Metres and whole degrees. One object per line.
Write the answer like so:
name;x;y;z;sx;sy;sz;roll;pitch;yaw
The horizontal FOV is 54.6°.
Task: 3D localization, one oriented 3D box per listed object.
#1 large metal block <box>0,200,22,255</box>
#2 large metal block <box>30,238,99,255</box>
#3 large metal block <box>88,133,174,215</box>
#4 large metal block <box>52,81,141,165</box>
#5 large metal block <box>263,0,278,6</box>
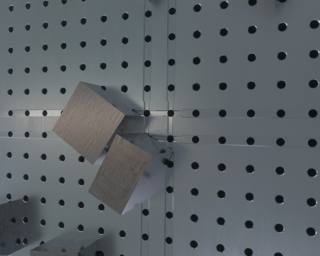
large metal block;-0.277;0.163;0.498;0.080;0.050;0.080;-9;87;20
large metal block;-0.135;0.209;0.448;0.080;0.050;0.080;-6;88;20
large metal block;-0.034;0.054;0.396;0.050;0.080;0.080;30;100;17
large metal block;-0.088;-0.007;0.431;0.080;0.050;0.080;37;102;16
large metal block;0.120;-0.203;0.357;0.080;0.050;0.080;35;101;16
